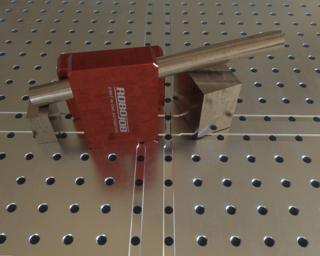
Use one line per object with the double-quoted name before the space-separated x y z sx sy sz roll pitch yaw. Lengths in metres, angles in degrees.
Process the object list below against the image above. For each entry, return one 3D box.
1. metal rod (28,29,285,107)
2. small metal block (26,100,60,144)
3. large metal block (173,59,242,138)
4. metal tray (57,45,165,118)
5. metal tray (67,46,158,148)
"metal rod" -0.004 -0.071 0.369 0.302 0.025 0.025 -13 51 1
"small metal block" -0.150 -0.016 0.402 0.025 0.050 0.050 -6 51 -6
"large metal block" 0.058 -0.048 0.412 0.050 0.080 0.080 -18 53 -15
"metal tray" -0.060 -0.059 0.413 0.131 0.089 0.030 -7 52 -6
"metal tray" -0.049 -0.030 0.364 0.091 0.129 0.030 -7 51 -7
